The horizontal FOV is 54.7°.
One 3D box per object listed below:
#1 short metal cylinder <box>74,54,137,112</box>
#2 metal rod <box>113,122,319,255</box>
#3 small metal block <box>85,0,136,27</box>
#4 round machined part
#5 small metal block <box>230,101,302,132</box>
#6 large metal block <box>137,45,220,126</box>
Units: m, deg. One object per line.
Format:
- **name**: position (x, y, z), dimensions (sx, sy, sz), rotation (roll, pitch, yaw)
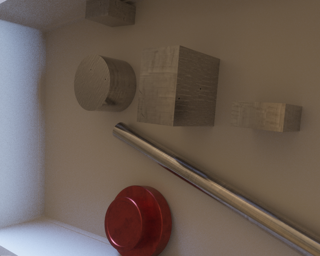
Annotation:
- **short metal cylinder**: position (-0.081, -0.064, 0.455), dimensions (0.080, 0.050, 0.079), rotation (0, 90, 39)
- **metal rod**: position (0.048, 0.060, 0.365), dimensions (0.300, 0.025, 0.025), rotation (28, 108, 36)
- **small metal block**: position (-0.071, -0.166, 0.447), dimensions (0.050, 0.050, 0.025), rotation (10, 96, 39)
- **round machined part**: position (-0.036, 0.126, 0.413), dimensions (0.098, 0.042, 0.098), rotation (-10, 74, 37)
- **small metal block**: position (0.105, -0.012, 0.303), dimensions (0.050, 0.050, 0.025), rotation (8, 95, 39)
- **large metal block**: position (0.023, -0.044, 0.351), dimensions (0.050, 0.081, 0.079), rotation (8, 95, 39)
